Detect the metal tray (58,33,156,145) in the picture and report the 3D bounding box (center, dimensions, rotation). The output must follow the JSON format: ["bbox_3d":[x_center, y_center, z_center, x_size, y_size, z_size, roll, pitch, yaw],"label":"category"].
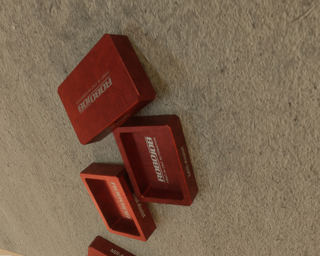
[{"bbox_3d":[-0.073,-0.045,0.394,0.130,0.030,0.090,-34,78,38],"label":"metal tray"}]

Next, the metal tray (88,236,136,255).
[{"bbox_3d":[-0.082,0.281,0.621,0.130,0.030,0.089,23,127,14],"label":"metal tray"}]

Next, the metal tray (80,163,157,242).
[{"bbox_3d":[-0.068,0.120,0.505,0.090,0.030,0.129,-2,118,38],"label":"metal tray"}]

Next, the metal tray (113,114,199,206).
[{"bbox_3d":[-0.005,0.047,0.435,0.090,0.030,0.129,-2,118,29],"label":"metal tray"}]
